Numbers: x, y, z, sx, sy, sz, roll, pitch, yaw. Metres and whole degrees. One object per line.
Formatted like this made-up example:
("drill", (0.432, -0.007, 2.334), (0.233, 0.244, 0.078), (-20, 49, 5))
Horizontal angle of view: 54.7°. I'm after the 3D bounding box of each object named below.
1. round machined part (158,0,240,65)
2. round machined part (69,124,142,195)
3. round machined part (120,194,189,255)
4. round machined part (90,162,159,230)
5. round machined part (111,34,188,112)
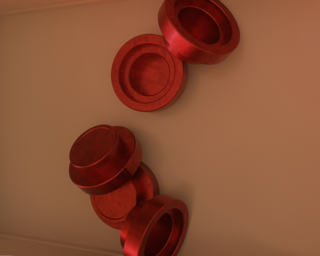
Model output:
("round machined part", (0.042, -0.115, 0.368), (0.098, 0.099, 0.042), (59, 145, 11))
("round machined part", (-0.076, 0.034, 0.400), (0.098, 0.042, 0.098), (-16, 43, 16))
("round machined part", (-0.010, 0.127, 0.378), (0.042, 0.099, 0.097), (16, 96, 36))
("round machined part", (-0.054, 0.090, 0.420), (0.098, 0.042, 0.097), (0, 90, 20))
("round machined part", (-0.010, -0.069, 0.405), (0.098, 0.042, 0.097), (0, 90, 20))
